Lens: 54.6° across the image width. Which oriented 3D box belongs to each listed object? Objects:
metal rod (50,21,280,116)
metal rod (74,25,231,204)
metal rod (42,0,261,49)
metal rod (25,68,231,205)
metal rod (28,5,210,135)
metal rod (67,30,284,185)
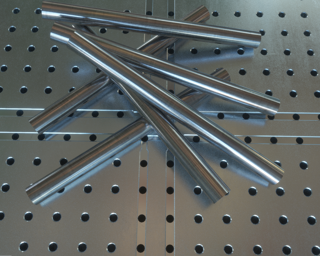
[{"bbox_3d":[0.012,-0.074,0.400,0.301,0.025,0.025,18,71,-6],"label":"metal rod"},{"bbox_3d":[-0.021,-0.032,0.395,0.025,0.025,0.300,-36,74,-12],"label":"metal rod"},{"bbox_3d":[-0.003,-0.142,0.432,0.302,0.025,0.025,4,70,-11],"label":"metal rod"},{"bbox_3d":[-0.033,0.005,0.409,0.301,0.025,0.025,-32,73,-11],"label":"metal rod"},{"bbox_3d":[-0.049,-0.089,0.444,0.301,0.025,0.025,-37,74,-13],"label":"metal rod"},{"bbox_3d":[0.023,-0.022,0.377,0.301,0.025,0.025,34,73,-6],"label":"metal rod"}]
